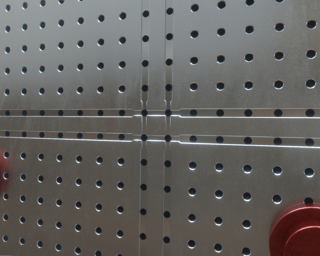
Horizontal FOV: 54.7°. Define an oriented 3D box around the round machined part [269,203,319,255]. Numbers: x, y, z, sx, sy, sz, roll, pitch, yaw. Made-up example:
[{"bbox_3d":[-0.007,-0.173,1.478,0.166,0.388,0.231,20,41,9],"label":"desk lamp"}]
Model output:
[{"bbox_3d":[0.173,0.137,0.343,0.098,0.042,0.097,0,90,19],"label":"round machined part"}]
